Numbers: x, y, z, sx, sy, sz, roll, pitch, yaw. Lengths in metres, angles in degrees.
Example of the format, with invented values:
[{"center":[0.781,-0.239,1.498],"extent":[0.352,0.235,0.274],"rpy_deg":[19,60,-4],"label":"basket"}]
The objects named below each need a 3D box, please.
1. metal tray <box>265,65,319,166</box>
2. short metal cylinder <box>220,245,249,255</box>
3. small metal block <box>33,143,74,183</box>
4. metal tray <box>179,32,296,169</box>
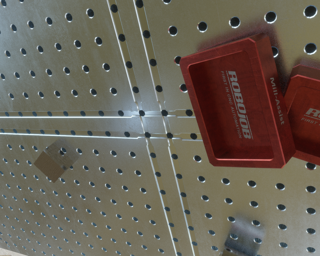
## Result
[{"center":[0.185,-0.001,0.309],"extent":[0.130,0.030,0.089],"rpy_deg":[19,126,16],"label":"metal tray"},{"center":[0.105,0.222,0.457],"extent":[0.050,0.080,0.079],"rpy_deg":[21,126,15],"label":"short metal cylinder"},{"center":[-0.188,0.062,0.546],"extent":[0.050,0.025,0.050],"rpy_deg":[45,129,-4],"label":"small metal block"},{"center":[0.080,-0.023,0.325],"extent":[0.090,0.030,0.129],"rpy_deg":[-5,108,45],"label":"metal tray"}]
